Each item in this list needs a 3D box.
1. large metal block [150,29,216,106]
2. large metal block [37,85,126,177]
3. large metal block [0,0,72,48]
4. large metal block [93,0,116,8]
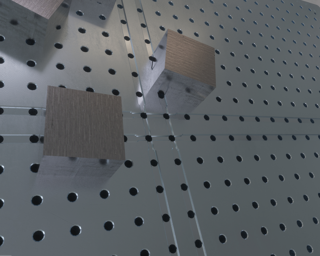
[{"bbox_3d":[0.035,-0.090,0.465,0.080,0.050,0.080,17,55,-18],"label":"large metal block"},{"bbox_3d":[-0.087,0.006,0.341,0.081,0.050,0.080,7,59,-25],"label":"large metal block"},{"bbox_3d":[-0.169,-0.165,0.402,0.080,0.050,0.080,26,53,-12],"label":"large metal block"},{"bbox_3d":[-0.100,-0.249,0.490,0.080,0.050,0.080,16,55,-19],"label":"large metal block"}]
